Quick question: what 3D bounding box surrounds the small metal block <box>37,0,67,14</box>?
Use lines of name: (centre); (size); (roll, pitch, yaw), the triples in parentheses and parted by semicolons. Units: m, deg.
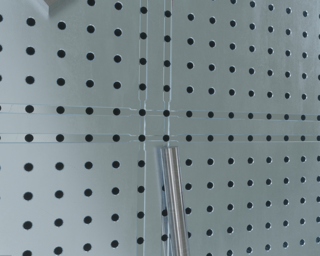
small metal block: (-0.129, -0.174, 0.365); (0.050, 0.025, 0.050); (-44, 104, -15)

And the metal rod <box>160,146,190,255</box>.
metal rod: (0.029, 0.174, 0.424); (0.025, 0.025, 0.298); (-7, 93, -20)
